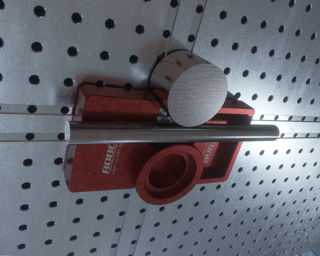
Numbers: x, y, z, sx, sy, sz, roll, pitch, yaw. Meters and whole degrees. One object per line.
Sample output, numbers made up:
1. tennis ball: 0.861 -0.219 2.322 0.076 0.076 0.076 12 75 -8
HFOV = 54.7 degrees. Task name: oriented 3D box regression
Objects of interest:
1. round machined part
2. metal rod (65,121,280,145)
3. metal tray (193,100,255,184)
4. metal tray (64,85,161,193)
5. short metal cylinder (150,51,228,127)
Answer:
1. round machined part: 0.007 0.053 0.420 0.099 0.042 0.097 -14 124 -21
2. metal rod: 0.037 0.006 0.391 0.303 0.025 0.025 0 118 -29
3. metal tray: 0.077 0.022 0.459 0.091 0.030 0.129 1 118 -29
4. metal tray: -0.060 0.016 0.379 0.091 0.030 0.129 3 117 -30
5. short metal cylinder: 0.035 -0.048 0.379 0.081 0.050 0.079 -14 124 -21
